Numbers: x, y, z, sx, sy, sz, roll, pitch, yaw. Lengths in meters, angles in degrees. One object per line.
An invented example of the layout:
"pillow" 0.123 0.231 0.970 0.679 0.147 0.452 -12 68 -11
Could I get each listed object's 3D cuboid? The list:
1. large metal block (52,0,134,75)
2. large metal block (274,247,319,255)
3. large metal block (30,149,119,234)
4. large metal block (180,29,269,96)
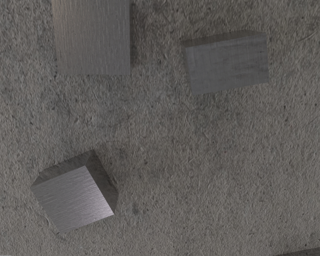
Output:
"large metal block" -0.073 -0.106 0.357 0.081 0.050 0.079 1 110 -1
"large metal block" 0.229 0.244 0.488 0.080 0.050 0.080 -13 110 4
"large metal block" -0.114 0.087 0.427 0.080 0.050 0.080 -23 109 8
"large metal block" 0.069 -0.078 0.352 0.080 0.080 0.050 -10 110 3
